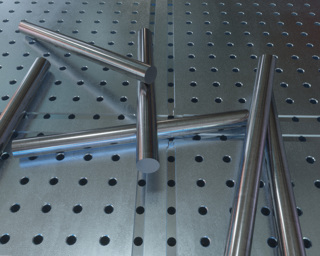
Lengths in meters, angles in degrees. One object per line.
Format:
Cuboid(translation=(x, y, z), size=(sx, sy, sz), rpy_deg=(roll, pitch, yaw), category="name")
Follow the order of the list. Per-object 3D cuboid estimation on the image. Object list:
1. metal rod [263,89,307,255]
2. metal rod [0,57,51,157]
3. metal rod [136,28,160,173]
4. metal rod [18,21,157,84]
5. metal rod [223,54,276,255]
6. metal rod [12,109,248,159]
Cuboid(translation=(0.139, 0.053, 0.363), size=(0.025, 0.025, 0.300), rpy_deg=(4, 50, 3), category="metal rod")
Cuboid(translation=(-0.206, 0.011, 0.397), size=(0.025, 0.025, 0.300), rpy_deg=(6, 50, 5), category="metal rod")
Cuboid(translation=(-0.020, -0.062, 0.437), size=(0.025, 0.025, 0.300), rpy_deg=(-2, 43, -2), category="metal rod")
Cuboid(translation=(-0.128, -0.125, 0.482), size=(0.300, 0.025, 0.025), rpy_deg=(26, 54, 31), category="metal rod")
Cuboid(translation=(0.113, 0.021, 0.371), size=(0.025, 0.025, 0.300), rpy_deg=(13, 57, 11), category="metal rod")
Cuboid(translation=(-0.031, 0.006, 0.402), size=(0.302, 0.025, 0.025), rpy_deg=(-8, 51, -7), category="metal rod")
